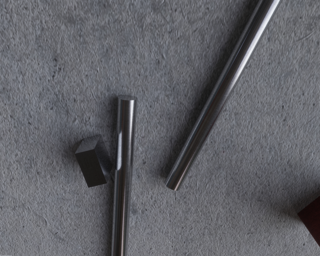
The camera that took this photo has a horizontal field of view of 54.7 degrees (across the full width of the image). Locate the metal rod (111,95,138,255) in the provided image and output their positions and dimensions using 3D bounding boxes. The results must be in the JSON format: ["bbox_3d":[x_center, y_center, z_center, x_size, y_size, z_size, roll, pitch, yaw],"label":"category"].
[{"bbox_3d":[-0.054,0.101,0.446,0.025,0.025,0.298,5,110,-2],"label":"metal rod"}]

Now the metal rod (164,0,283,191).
[{"bbox_3d":[0.079,-0.046,0.393,0.025,0.025,0.298,23,108,-9],"label":"metal rod"}]

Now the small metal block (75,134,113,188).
[{"bbox_3d":[-0.086,0.043,0.411,0.025,0.050,0.050,-14,110,5],"label":"small metal block"}]

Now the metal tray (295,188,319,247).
[{"bbox_3d":[0.252,0.128,0.419,0.030,0.130,0.090,41,105,-14],"label":"metal tray"}]
